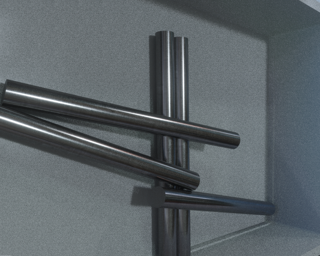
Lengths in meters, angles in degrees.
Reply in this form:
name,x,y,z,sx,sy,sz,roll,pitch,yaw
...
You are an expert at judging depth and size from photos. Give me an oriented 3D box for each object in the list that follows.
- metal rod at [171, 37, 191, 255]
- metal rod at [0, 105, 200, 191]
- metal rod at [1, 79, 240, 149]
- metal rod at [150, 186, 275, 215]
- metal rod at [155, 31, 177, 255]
name,x,y,z,sx,sy,sz,roll,pitch,yaw
metal rod,0.028,0.027,0.428,0.025,0.025,0.298,-1,91,-40
metal rod,-0.073,0.022,0.328,0.302,0.025,0.025,23,76,-32
metal rod,-0.018,-0.007,0.366,0.302,0.025,0.025,12,83,-32
metal rod,0.100,0.115,0.469,0.302,0.025,0.025,19,78,-44
metal rod,0.008,0.024,0.412,0.025,0.025,0.298,-2,91,-40
